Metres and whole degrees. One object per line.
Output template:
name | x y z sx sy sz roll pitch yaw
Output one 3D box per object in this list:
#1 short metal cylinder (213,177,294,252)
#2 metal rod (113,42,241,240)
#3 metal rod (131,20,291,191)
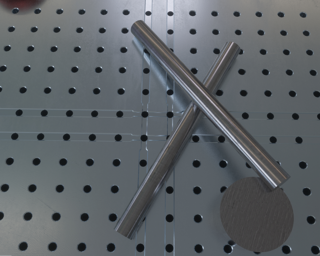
short metal cylinder | 0.106 0.101 0.362 0.081 0.050 0.080 0 70 0
metal rod | 0.031 0.004 0.410 0.025 0.025 0.300 29 72 10
metal rod | 0.049 -0.046 0.401 0.025 0.025 0.300 -32 63 -11
